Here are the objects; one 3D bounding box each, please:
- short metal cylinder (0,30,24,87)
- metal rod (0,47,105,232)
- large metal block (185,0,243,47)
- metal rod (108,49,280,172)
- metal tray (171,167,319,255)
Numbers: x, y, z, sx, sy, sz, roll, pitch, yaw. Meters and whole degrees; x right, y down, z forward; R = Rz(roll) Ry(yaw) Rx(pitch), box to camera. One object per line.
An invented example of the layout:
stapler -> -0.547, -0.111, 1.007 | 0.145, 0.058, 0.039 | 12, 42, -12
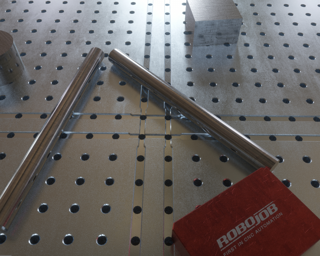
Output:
short metal cylinder -> -0.260, -0.107, 0.478 | 0.081, 0.050, 0.080 | 0, 50, 0
metal rod -> -0.136, -0.010, 0.414 | 0.025, 0.025, 0.300 | 10, 51, 8
large metal block -> 0.093, -0.193, 0.555 | 0.081, 0.050, 0.080 | -5, 50, -5
metal rod -> 0.030, -0.035, 0.437 | 0.025, 0.025, 0.300 | -37, 59, -27
metal tray -> 0.089, 0.107, 0.316 | 0.131, 0.030, 0.090 | -26, 55, -21
